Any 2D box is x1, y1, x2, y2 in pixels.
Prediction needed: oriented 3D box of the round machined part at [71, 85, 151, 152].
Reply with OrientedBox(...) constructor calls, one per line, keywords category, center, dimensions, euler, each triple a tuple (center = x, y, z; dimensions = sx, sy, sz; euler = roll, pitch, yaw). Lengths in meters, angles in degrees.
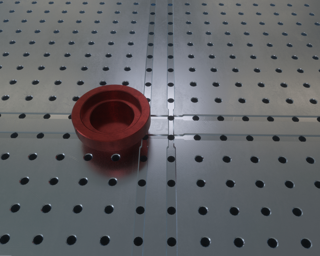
OrientedBox(category="round machined part", center=(-0.061, -0.008, 0.404), dimensions=(0.099, 0.042, 0.098), euler=(0, 50, 0))
